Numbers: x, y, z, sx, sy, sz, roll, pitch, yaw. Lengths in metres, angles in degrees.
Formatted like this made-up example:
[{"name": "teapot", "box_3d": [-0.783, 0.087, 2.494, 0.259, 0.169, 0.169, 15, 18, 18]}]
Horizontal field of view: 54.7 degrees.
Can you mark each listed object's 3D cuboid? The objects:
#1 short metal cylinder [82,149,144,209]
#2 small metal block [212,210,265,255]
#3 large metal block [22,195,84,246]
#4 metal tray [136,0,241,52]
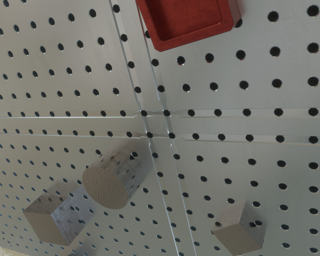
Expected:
[{"name": "short metal cylinder", "box_3d": [-0.072, 0.079, 0.482, 0.080, 0.050, 0.079, 13, 124, 21]}, {"name": "small metal block", "box_3d": [0.113, 0.152, 0.446, 0.050, 0.025, 0.050, 49, 129, -7]}, {"name": "large metal block", "box_3d": [-0.213, 0.184, 0.622, 0.080, 0.050, 0.080, -5, 116, 30]}, {"name": "metal tray", "box_3d": [0.017, -0.151, 0.305, 0.090, 0.030, 0.129, -9, 114, 32]}]
